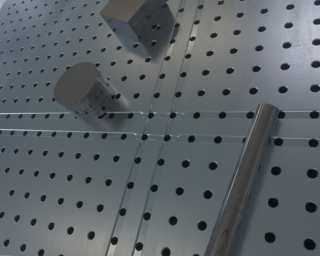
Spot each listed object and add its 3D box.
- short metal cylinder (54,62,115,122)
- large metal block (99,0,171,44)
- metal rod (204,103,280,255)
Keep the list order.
[{"bbox_3d":[-0.118,-0.057,0.490,0.080,0.050,0.080,-13,56,21],"label":"short metal cylinder"},{"bbox_3d":[-0.044,-0.203,0.540,0.080,0.050,0.080,31,79,38],"label":"large metal block"},{"bbox_3d":[0.064,0.107,0.308,0.025,0.025,0.300,12,68,33],"label":"metal rod"}]
